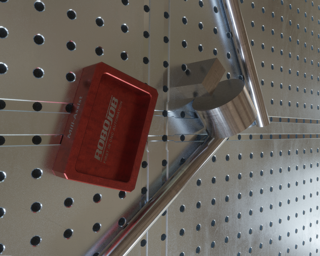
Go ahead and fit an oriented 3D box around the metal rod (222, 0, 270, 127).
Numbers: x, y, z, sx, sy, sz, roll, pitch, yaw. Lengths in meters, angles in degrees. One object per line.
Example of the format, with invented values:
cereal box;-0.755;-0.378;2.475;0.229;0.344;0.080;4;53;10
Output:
metal rod;0.140;-0.141;0.529;0.025;0.025;0.298;-33;111;-35

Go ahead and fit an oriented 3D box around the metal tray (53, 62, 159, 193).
metal tray;-0.058;0.001;0.358;0.090;0.030;0.129;22;76;-38

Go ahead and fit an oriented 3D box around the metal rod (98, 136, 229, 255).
metal rod;0.006;0.093;0.416;0.302;0.025;0.025;-42;116;-32

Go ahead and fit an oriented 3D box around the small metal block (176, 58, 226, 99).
small metal block;0.058;-0.071;0.444;0.025;0.050;0.050;47;62;-30

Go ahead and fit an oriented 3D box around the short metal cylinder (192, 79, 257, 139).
short metal cylinder;0.095;-0.029;0.455;0.080;0.080;0.050;-47;118;-30
